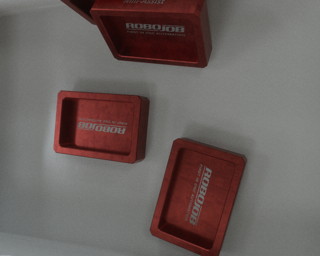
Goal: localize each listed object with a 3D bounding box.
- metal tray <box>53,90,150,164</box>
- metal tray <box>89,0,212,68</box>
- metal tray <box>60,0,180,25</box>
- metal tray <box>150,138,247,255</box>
[{"bbox_3d":[-0.084,-0.003,0.435,0.130,0.030,0.089,6,92,19],"label":"metal tray"},{"bbox_3d":[-0.007,-0.118,0.375,0.130,0.090,0.030,9,65,19],"label":"metal tray"},{"bbox_3d":[-0.046,-0.164,0.387,0.130,0.090,0.030,1,87,17],"label":"metal tray"},{"bbox_3d":[0.048,0.085,0.390,0.090,0.030,0.129,16,95,18],"label":"metal tray"}]
